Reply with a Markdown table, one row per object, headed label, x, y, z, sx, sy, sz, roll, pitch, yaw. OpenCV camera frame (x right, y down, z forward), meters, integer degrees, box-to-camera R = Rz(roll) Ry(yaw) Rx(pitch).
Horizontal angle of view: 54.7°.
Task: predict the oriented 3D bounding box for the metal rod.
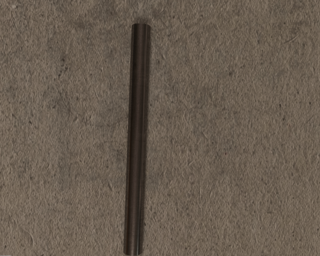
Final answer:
| label | x | y | z | sx | sy | sz | roll | pitch | yaw |
| --- | --- | --- | --- | --- | --- | --- | --- | --- | --- |
| metal rod | -0.030 | 0.015 | 0.409 | 0.025 | 0.025 | 0.298 | 2 | 90 | -1 |
